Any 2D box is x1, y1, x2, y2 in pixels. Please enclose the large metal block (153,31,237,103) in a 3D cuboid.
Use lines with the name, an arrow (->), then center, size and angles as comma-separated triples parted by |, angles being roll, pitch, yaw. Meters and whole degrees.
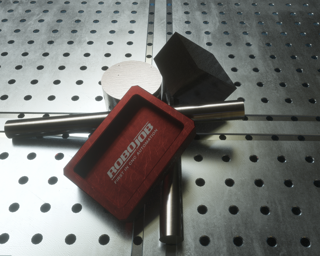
large metal block -> 0.048, -0.076, 0.430 | 0.080, 0.050, 0.080 | 17, 37, -40

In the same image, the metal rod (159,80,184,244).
metal rod -> 0.014, -0.002, 0.409 | 0.025, 0.025, 0.300 | 1, 50, 1

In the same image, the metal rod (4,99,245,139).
metal rod -> -0.048, -0.010, 0.394 | 0.302, 0.025, 0.025 | -5, 50, 5

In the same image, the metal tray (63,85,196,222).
metal tray -> -0.032, 0.026, 0.348 | 0.090, 0.030, 0.130 | 34, 78, 18

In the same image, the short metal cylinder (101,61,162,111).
short metal cylinder -> -0.038, -0.049, 0.432 | 0.081, 0.050, 0.080 | 0, 50, 0
